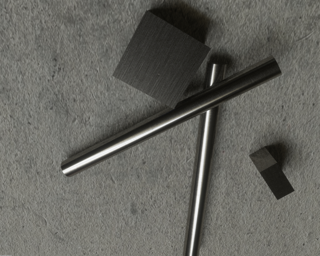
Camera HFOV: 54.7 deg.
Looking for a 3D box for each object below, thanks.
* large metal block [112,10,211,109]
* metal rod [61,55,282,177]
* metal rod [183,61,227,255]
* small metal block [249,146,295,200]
[{"bbox_3d":[0.001,-0.082,0.366,0.080,0.050,0.080,28,107,-10],"label":"large metal block"},{"bbox_3d":[0.001,-0.007,0.388,0.300,0.025,0.025,-26,109,16],"label":"metal rod"},{"bbox_3d":[0.059,0.059,0.432,0.025,0.025,0.298,4,110,-2],"label":"metal rod"},{"bbox_3d":[0.151,0.060,0.421,0.025,0.050,0.050,-33,107,11],"label":"small metal block"}]
